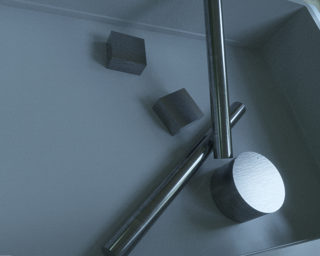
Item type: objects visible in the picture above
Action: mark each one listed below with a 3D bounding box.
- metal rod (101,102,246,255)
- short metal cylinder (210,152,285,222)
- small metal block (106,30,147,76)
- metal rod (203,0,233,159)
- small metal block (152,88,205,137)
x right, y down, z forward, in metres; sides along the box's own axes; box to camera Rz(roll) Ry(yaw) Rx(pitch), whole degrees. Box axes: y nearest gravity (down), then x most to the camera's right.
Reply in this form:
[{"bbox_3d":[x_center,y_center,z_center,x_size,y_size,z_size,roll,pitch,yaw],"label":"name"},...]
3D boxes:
[{"bbox_3d":[0.039,0.047,0.399,0.025,0.025,0.302,46,51,3],"label":"metal rod"},{"bbox_3d":[0.114,0.078,0.406,0.081,0.050,0.080,14,56,-21],"label":"short metal cylinder"},{"bbox_3d":[-0.049,-0.107,0.446,0.050,0.025,0.050,8,58,-25],"label":"small metal block"},{"bbox_3d":[0.076,-0.109,0.419,0.025,0.025,0.298,0,85,-29],"label":"metal rod"},{"bbox_3d":[0.026,-0.023,0.436,0.050,0.025,0.050,-27,77,-37],"label":"small metal block"}]
